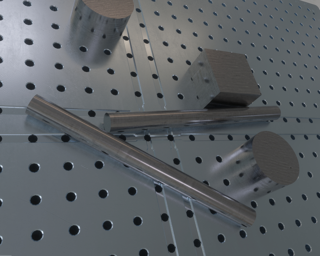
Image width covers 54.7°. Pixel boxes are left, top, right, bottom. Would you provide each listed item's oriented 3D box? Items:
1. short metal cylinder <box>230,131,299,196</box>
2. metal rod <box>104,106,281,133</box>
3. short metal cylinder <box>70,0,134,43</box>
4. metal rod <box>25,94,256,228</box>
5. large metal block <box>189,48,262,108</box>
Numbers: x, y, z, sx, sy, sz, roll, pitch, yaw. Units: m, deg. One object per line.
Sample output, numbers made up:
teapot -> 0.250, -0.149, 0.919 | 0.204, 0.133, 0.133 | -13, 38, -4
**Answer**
short metal cylinder -> 0.148, 0.051, 0.441 | 0.081, 0.050, 0.080 | 14, 56, -21
metal rod -> 0.066, -0.016, 0.453 | 0.303, 0.025, 0.025 | -4, 64, -30
short metal cylinder -> -0.084, -0.171, 0.451 | 0.081, 0.050, 0.080 | 14, 56, -21
metal rod -> -0.014, 0.045, 0.373 | 0.301, 0.025, 0.025 | 29, 52, -10
large metal block -> 0.102, -0.074, 0.493 | 0.081, 0.050, 0.080 | 0, 62, -28
